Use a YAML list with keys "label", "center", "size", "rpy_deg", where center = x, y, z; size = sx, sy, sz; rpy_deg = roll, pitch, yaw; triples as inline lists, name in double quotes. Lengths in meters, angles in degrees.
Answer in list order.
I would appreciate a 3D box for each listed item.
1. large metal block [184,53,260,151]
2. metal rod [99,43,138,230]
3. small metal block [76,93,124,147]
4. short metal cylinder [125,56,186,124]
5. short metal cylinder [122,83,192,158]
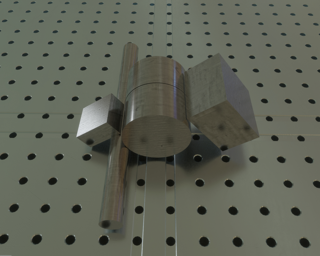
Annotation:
- label: "large metal block"
  center: [0.075, -0.031, 0.384]
  size: [0.050, 0.080, 0.080]
  rpy_deg: [-26, 44, 29]
- label: "metal rod"
  center: [-0.049, -0.015, 0.414]
  size: [0.025, 0.025, 0.300]
  rpy_deg: [0, 50, 0]
- label: "small metal block"
  center: [-0.075, -0.010, 0.396]
  size: [0.050, 0.025, 0.050]
  rpy_deg: [-24, 44, 26]
- label: "short metal cylinder"
  center: [-0.003, -0.046, 0.405]
  size: [0.081, 0.080, 0.050]
  rpy_deg: [0, 50, 0]
- label: "short metal cylinder"
  center: [-0.004, -0.007, 0.373]
  size: [0.081, 0.080, 0.050]
  rpy_deg: [0, 50, 0]
